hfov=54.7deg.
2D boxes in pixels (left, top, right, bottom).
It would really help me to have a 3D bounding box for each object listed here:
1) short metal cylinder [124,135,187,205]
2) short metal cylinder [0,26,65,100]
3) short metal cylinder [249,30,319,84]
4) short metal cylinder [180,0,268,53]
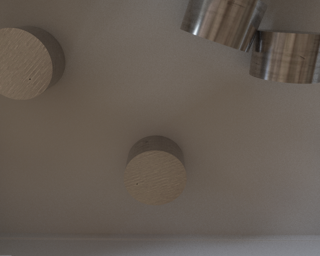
[{"bbox_3d":[-0.006,0.056,0.419,0.081,0.050,0.079,0,110,0],"label":"short metal cylinder"},{"bbox_3d":[-0.160,-0.078,0.368,0.081,0.050,0.079,0,110,0],"label":"short metal cylinder"},{"bbox_3d":[0.146,-0.083,0.352,0.081,0.080,0.050,2,110,-1],"label":"short metal cylinder"},{"bbox_3d":[0.068,-0.120,0.338,0.080,0.080,0.050,17,109,-6],"label":"short metal cylinder"}]
